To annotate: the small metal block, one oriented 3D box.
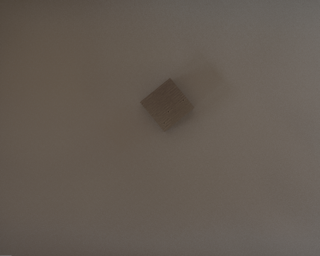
[{"bbox_3d":[0.009,-0.030,0.411,0.050,0.025,0.050,-39,90,0],"label":"small metal block"}]
